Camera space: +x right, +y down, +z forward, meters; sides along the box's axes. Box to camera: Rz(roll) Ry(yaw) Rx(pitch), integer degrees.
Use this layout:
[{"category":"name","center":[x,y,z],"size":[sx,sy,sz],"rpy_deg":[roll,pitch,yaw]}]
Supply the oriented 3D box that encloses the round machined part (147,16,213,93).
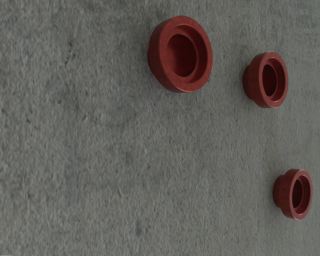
[{"category":"round machined part","center":[0.023,-0.095,0.415],"size":[0.099,0.042,0.097],"rpy_deg":[0,90,-40]}]

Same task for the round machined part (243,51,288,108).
[{"category":"round machined part","center":[0.185,-0.084,0.552],"size":[0.099,0.042,0.097],"rpy_deg":[0,90,-40]}]

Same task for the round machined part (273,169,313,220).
[{"category":"round machined part","center":[0.262,0.129,0.618],"size":[0.099,0.042,0.097],"rpy_deg":[0,90,-40]}]
